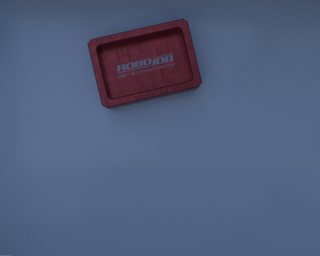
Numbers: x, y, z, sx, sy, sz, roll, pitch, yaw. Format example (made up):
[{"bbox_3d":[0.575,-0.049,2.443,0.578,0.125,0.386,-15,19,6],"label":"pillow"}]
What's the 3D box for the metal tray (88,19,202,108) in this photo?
[{"bbox_3d":[-0.019,-0.083,0.408,0.131,0.030,0.089,-13,90,-1],"label":"metal tray"}]
